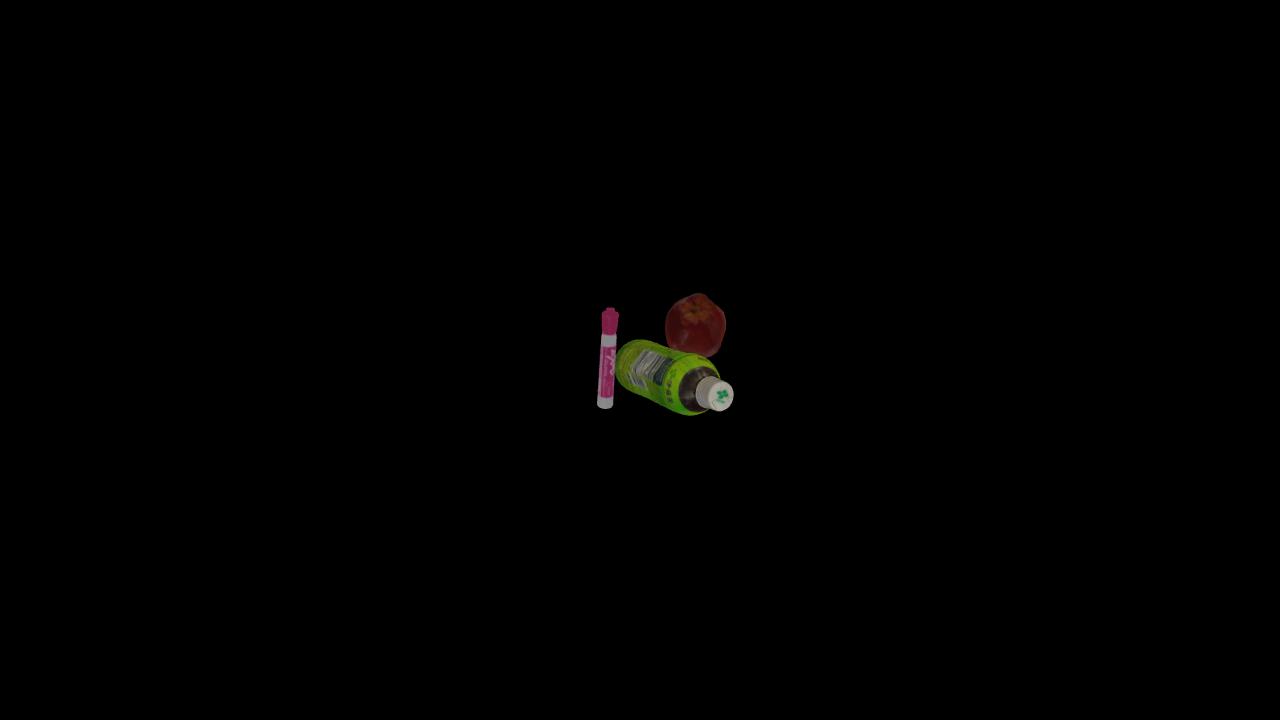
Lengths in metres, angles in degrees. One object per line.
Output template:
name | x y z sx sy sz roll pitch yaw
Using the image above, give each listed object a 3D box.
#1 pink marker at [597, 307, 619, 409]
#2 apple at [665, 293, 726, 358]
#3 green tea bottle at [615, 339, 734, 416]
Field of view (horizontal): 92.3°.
pink marker | -0.036 -0.001 0.684 0.020 0.121 0.020 4 27 -2
apple | 0.066 -0.039 0.745 0.079 0.079 0.093 0 -19 2
green tea bottle | 0.037 0.022 0.699 0.073 0.073 0.212 0 9 -22
